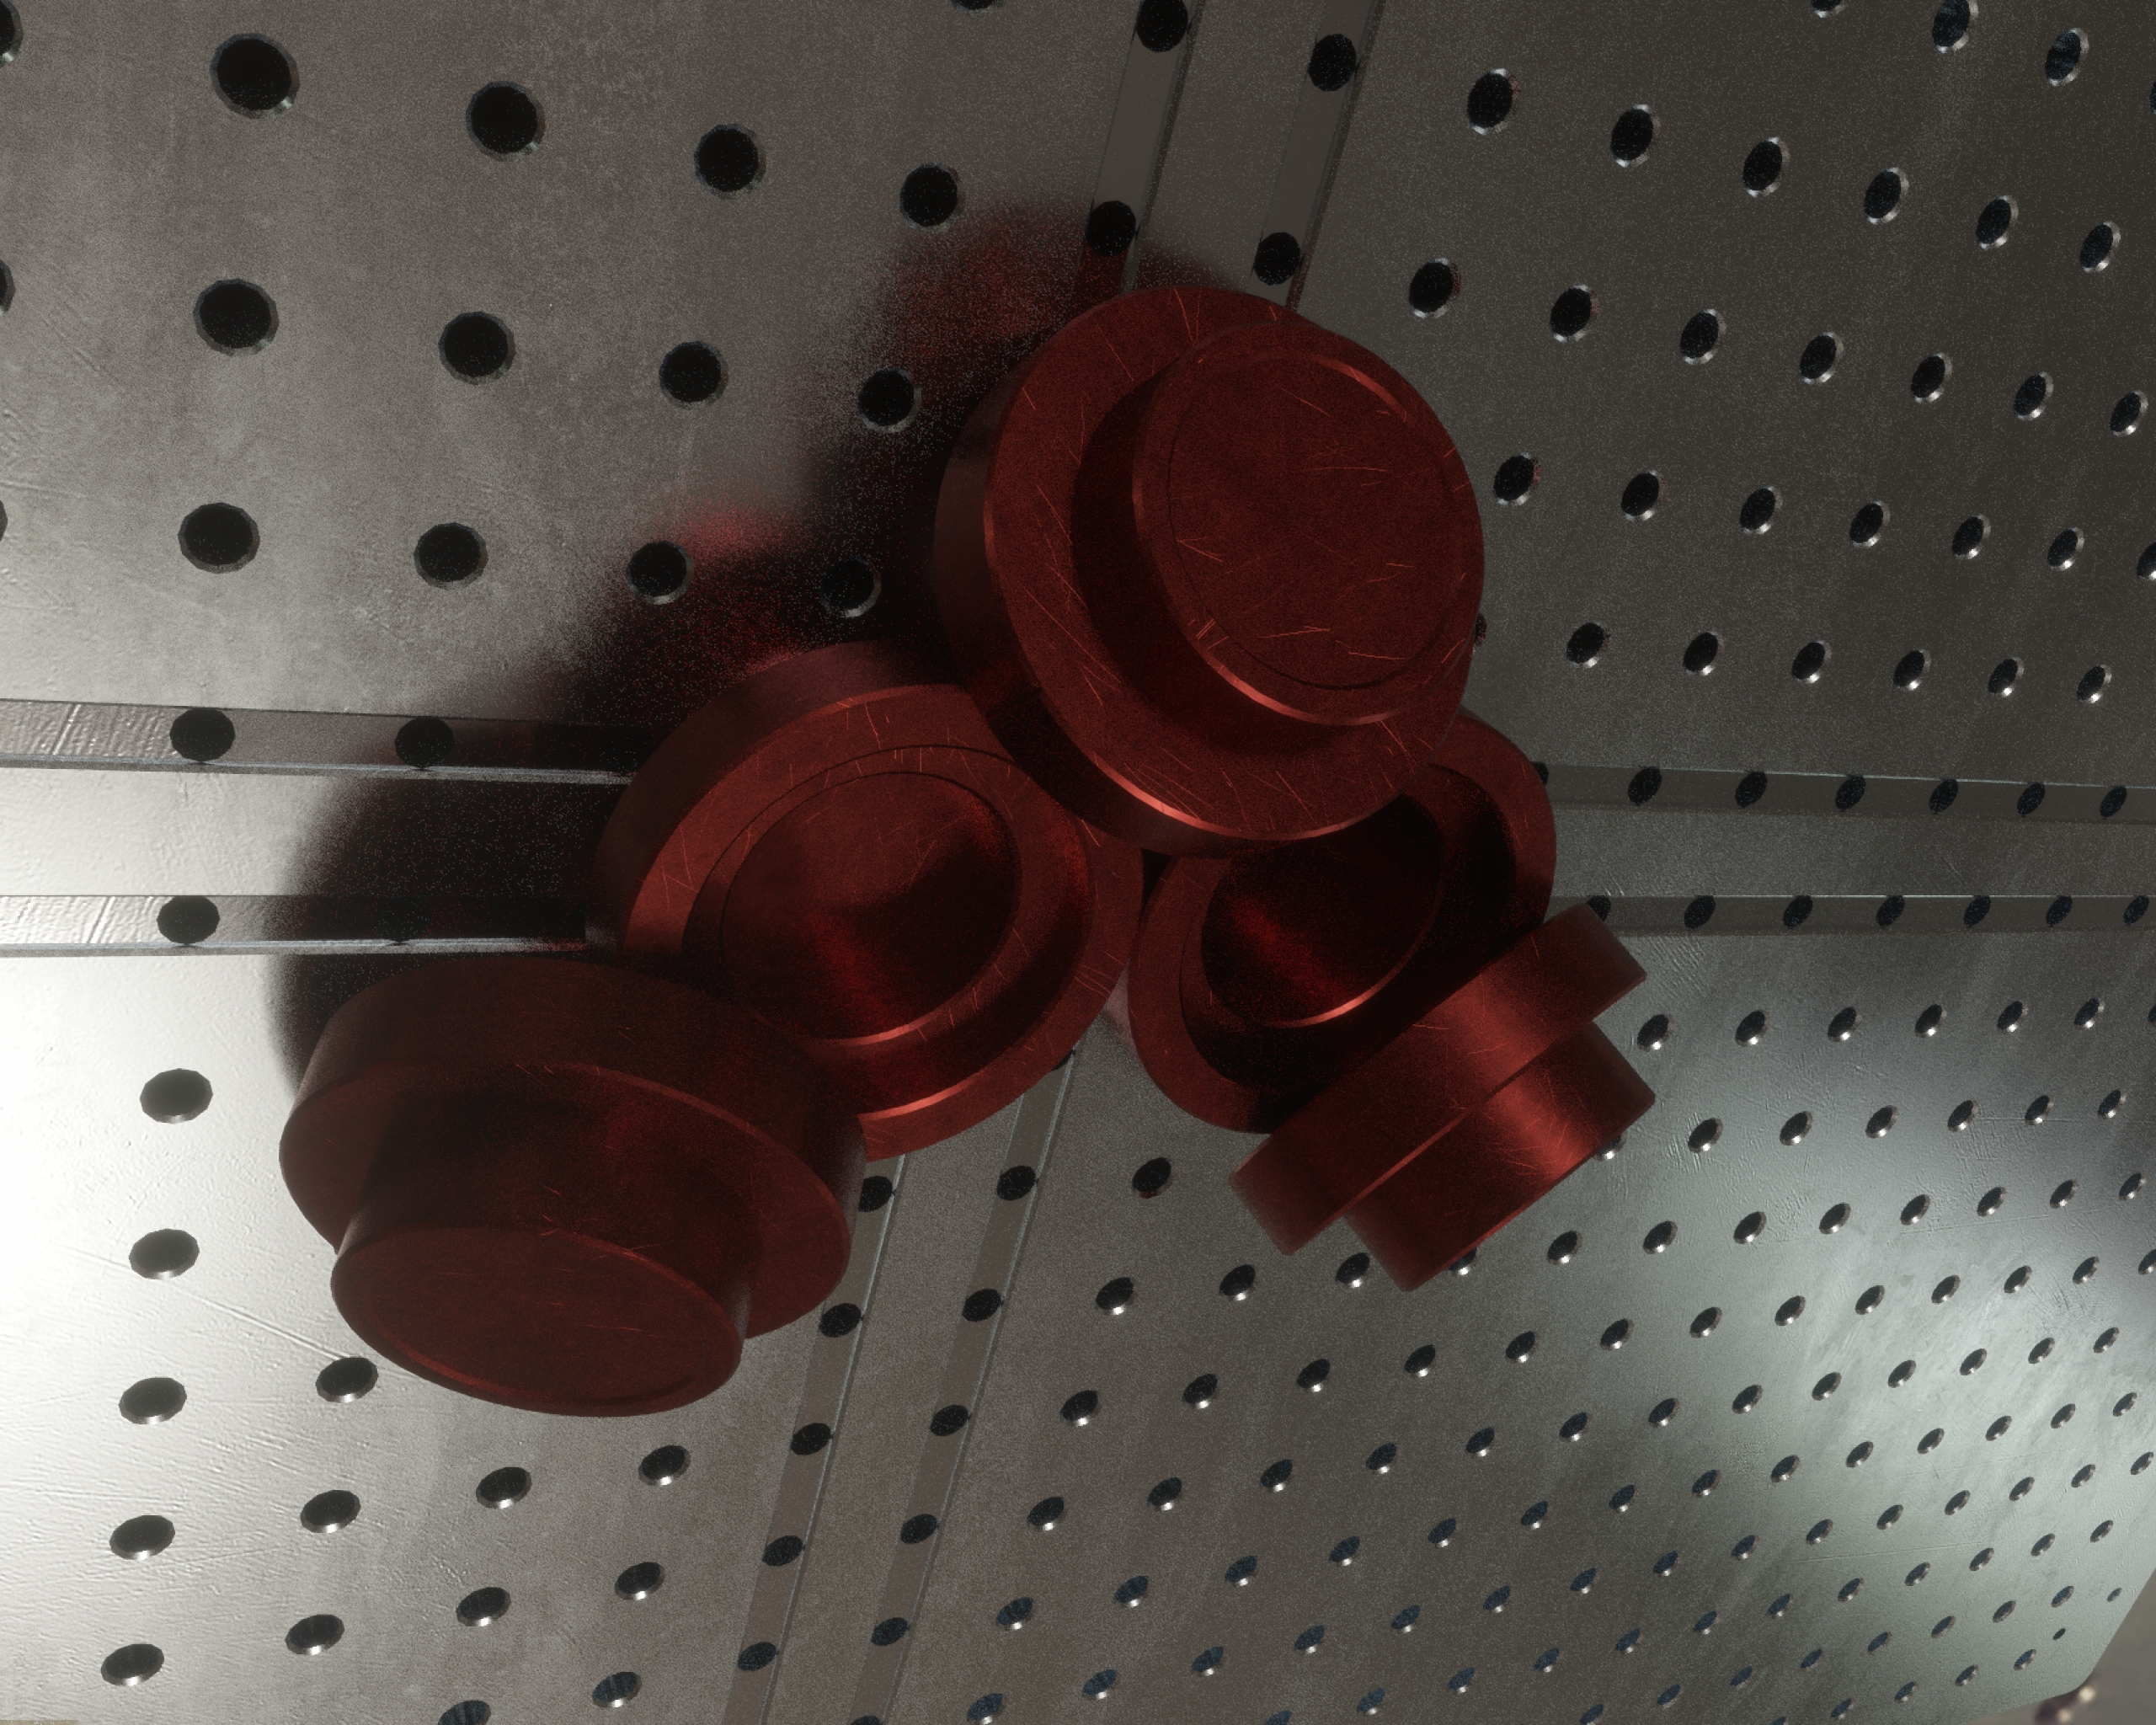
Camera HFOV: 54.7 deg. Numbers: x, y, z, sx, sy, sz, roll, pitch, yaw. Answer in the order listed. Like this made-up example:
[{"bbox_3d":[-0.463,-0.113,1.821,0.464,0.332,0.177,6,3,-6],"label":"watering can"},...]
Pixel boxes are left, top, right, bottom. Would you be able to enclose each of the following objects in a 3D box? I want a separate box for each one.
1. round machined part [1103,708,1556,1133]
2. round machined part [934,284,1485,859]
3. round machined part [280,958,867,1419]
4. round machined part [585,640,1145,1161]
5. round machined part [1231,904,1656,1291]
[{"bbox_3d":[0.045,0.004,0.429,0.099,0.042,0.097,-14,125,-21],"label":"round machined part"},{"bbox_3d":[0.029,-0.052,0.352,0.099,0.042,0.098,6,78,-28],"label":"round machined part"},{"bbox_3d":[-0.088,0.062,0.361,0.099,0.042,0.097,3,140,3],"label":"round machined part"},{"bbox_3d":[-0.041,0.004,0.380,0.099,0.042,0.097,-14,125,-21],"label":"round machined part"},{"bbox_3d":[0.084,0.055,0.447,0.098,0.042,0.098,-36,167,-9],"label":"round machined part"}]
